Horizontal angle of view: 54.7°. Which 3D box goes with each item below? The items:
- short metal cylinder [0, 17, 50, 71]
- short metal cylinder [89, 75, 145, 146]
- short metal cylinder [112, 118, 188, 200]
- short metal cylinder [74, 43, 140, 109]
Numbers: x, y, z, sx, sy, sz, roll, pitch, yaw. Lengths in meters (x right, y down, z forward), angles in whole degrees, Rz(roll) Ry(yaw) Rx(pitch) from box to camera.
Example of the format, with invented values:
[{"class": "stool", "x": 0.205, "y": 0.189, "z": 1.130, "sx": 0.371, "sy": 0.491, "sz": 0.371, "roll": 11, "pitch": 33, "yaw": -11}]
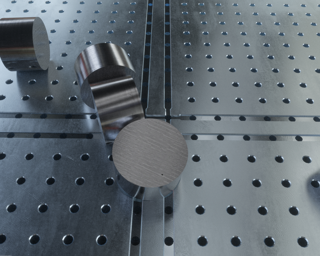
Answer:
[{"class": "short metal cylinder", "x": -0.208, "y": -0.129, "z": 0.477, "sx": 0.050, "sy": 0.080, "sz": 0.080, "roll": -3, "pitch": 50, "yaw": -3}, {"class": "short metal cylinder", "x": -0.054, "y": -0.022, "z": 0.390, "sx": 0.050, "sy": 0.080, "sz": 0.080, "roll": -15, "pitch": 52, "yaw": -12}, {"class": "short metal cylinder", "x": -0.012, "y": 0.036, "z": 0.350, "sx": 0.081, "sy": 0.050, "sz": 0.080, "roll": 2, "pitch": 62, "yaw": -4}, {"class": "short metal cylinder", "x": -0.074, "y": -0.070, "z": 0.430, "sx": 0.081, "sy": 0.080, "sz": 0.050, "roll": -15, "pitch": 52, "yaw": -13}]
